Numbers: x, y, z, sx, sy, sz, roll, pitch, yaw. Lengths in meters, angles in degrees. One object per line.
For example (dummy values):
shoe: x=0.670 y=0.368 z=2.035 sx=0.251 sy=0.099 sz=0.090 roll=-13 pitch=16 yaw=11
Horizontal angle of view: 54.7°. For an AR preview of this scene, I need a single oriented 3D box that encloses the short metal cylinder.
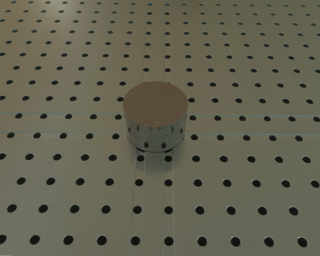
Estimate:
short metal cylinder: x=-0.006 y=-0.015 z=0.404 sx=0.081 sy=0.050 sz=0.080 roll=0 pitch=50 yaw=0
